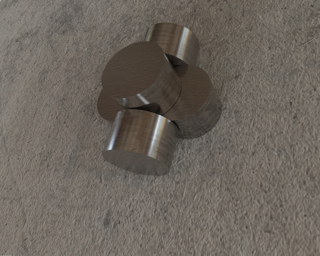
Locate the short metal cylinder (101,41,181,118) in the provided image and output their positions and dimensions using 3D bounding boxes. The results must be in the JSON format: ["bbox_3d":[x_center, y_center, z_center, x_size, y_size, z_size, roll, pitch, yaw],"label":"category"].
[{"bbox_3d":[-0.021,-0.055,0.368,0.080,0.050,0.080,-13,56,20],"label":"short metal cylinder"}]

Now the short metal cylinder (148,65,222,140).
[{"bbox_3d":[0.032,-0.032,0.391,0.080,0.050,0.080,-13,56,20],"label":"short metal cylinder"}]

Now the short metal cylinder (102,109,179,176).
[{"bbox_3d":[-0.022,0.020,0.369,0.080,0.080,0.050,0,62,28],"label":"short metal cylinder"}]

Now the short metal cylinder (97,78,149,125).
[{"bbox_3d":[-0.038,-0.032,0.427,0.080,0.050,0.080,-13,56,20],"label":"short metal cylinder"}]

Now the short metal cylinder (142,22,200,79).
[{"bbox_3d":[0.011,-0.096,0.423,0.080,0.080,0.050,0,62,28],"label":"short metal cylinder"}]
